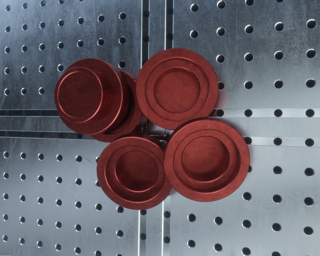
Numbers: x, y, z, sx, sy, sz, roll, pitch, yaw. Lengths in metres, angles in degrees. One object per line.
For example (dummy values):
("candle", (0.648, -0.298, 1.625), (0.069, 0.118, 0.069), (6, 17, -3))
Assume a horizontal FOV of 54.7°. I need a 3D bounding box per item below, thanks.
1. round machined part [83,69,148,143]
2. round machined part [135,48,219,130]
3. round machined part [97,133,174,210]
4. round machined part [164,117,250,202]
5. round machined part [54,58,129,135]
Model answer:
("round machined part", (-0.060, -0.030, 0.423), (0.098, 0.042, 0.097), (0, 90, 19))
("round machined part", (0.021, -0.046, 0.386), (0.099, 0.042, 0.097), (0, 91, 3))
("round machined part", (-0.028, 0.053, 0.403), (0.098, 0.042, 0.097), (2, 104, 9))
("round machined part", (0.053, 0.035, 0.372), (0.099, 0.042, 0.097), (0, 100, -2))
("round machined part", (-0.092, -0.040, 0.390), (0.098, 0.042, 0.097), (0, 90, 19))
